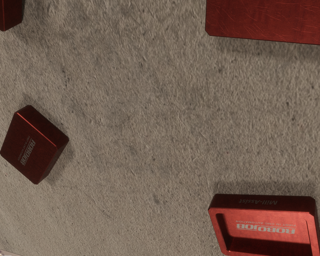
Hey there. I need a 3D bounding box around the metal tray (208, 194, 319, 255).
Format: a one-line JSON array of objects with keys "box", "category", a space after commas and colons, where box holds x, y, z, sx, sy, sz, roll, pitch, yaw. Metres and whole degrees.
[{"box": [0.139, 0.133, 0.412, 0.130, 0.030, 0.090, -5, 116, 30], "category": "metal tray"}]

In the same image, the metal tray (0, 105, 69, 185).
[{"box": [-0.221, 0.033, 0.537, 0.090, 0.030, 0.129, 41, 129, -1], "category": "metal tray"}]

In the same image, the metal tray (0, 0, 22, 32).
[{"box": [-0.234, -0.196, 0.387, 0.130, 0.030, 0.090, 40, 144, 0], "category": "metal tray"}]

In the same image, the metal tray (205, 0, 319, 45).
[{"box": [0.108, -0.124, 0.270, 0.130, 0.030, 0.089, 12, 123, 21], "category": "metal tray"}]
